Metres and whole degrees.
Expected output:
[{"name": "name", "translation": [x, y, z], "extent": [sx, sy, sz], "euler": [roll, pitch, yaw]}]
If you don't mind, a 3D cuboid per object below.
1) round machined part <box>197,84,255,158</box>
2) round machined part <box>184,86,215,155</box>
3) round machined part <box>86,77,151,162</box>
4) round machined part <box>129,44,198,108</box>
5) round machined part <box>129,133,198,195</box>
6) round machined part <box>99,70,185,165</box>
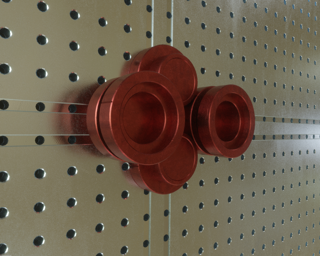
[{"name": "round machined part", "translation": [0.084, -0.009, 0.425], "extent": [0.099, 0.042, 0.097], "euler": [0, 90, -40]}, {"name": "round machined part", "translation": [0.064, -0.010, 0.449], "extent": [0.099, 0.042, 0.097], "euler": [0, 90, -40]}, {"name": "round machined part", "translation": [-0.041, -0.010, 0.362], "extent": [0.099, 0.042, 0.097], "euler": [0, 90, -40]}, {"name": "round machined part", "translation": [0.011, -0.060, 0.406], "extent": [0.099, 0.042, 0.097], "euler": [0, 90, -40]}, {"name": "round machined part", "translation": [0.011, 0.038, 0.405], "extent": [0.099, 0.042, 0.097], "euler": [0, 90, -40]}, {"name": "round machined part", "translation": [-0.023, -0.011, 0.336], "extent": [0.099, 0.042, 0.097], "euler": [0, 90, -40]}]
